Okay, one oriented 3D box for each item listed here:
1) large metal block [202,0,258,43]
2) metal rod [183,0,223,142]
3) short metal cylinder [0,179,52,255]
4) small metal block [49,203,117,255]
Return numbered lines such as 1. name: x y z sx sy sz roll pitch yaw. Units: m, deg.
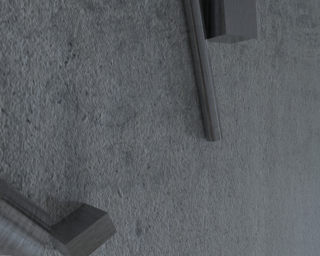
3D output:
1. large metal block: 0.104 -0.177 0.478 0.081 0.050 0.079 -9 96 -40
2. metal rod: 0.057 -0.127 0.454 0.025 0.025 0.298 -18 102 -39
3. short metal cylinder: -0.139 0.089 0.254 0.050 0.080 0.080 52 60 -28
4. small metal block: -0.082 0.108 0.321 0.050 0.050 0.025 -33 111 -35
